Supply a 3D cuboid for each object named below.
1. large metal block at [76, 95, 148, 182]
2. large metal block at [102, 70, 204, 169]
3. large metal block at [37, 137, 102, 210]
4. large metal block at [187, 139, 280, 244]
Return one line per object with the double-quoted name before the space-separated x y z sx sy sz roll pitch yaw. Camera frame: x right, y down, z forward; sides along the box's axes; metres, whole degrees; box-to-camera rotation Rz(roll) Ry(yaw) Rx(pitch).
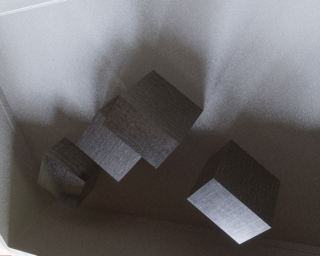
"large metal block" -0.058 0.015 0.433 0.080 0.050 0.080 41 129 0
"large metal block" -0.006 -0.013 0.368 0.080 0.080 0.050 40 129 1
"large metal block" -0.151 0.076 0.520 0.080 0.050 0.079 33 129 6
"large metal block" 0.090 0.074 0.371 0.080 0.080 0.050 41 129 0
